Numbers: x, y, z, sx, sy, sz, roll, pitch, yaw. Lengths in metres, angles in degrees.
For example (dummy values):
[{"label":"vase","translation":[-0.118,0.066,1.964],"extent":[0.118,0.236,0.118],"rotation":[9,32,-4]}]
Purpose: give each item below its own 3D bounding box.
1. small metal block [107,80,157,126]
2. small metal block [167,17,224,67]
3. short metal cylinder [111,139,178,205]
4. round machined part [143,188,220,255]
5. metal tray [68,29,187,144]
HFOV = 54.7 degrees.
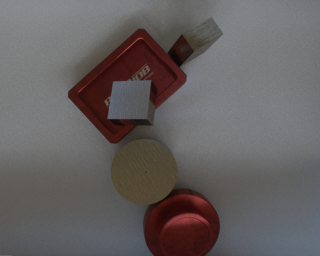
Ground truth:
[{"label":"small metal block","translation":[-0.033,-0.031,0.385],"extent":[0.050,0.025,0.050],"rotation":[1,73,16]},{"label":"small metal block","translation":[0.044,-0.107,0.392],"extent":[0.050,0.050,0.025],"rotation":[-35,90,-23]},{"label":"short metal cylinder","translation":[-0.019,0.053,0.399],"extent":[0.081,0.050,0.079],"rotation":[0,90,-1]},{"label":"round machined part","translation":[0.029,0.131,0.393],"extent":[0.099,0.042,0.097],"rotation":[-2,100,-9]},{"label":"metal tray","translation":[-0.041,-0.053,0.408],"extent":[0.130,0.030,0.090],"rotation":[-42,91,0]}]
